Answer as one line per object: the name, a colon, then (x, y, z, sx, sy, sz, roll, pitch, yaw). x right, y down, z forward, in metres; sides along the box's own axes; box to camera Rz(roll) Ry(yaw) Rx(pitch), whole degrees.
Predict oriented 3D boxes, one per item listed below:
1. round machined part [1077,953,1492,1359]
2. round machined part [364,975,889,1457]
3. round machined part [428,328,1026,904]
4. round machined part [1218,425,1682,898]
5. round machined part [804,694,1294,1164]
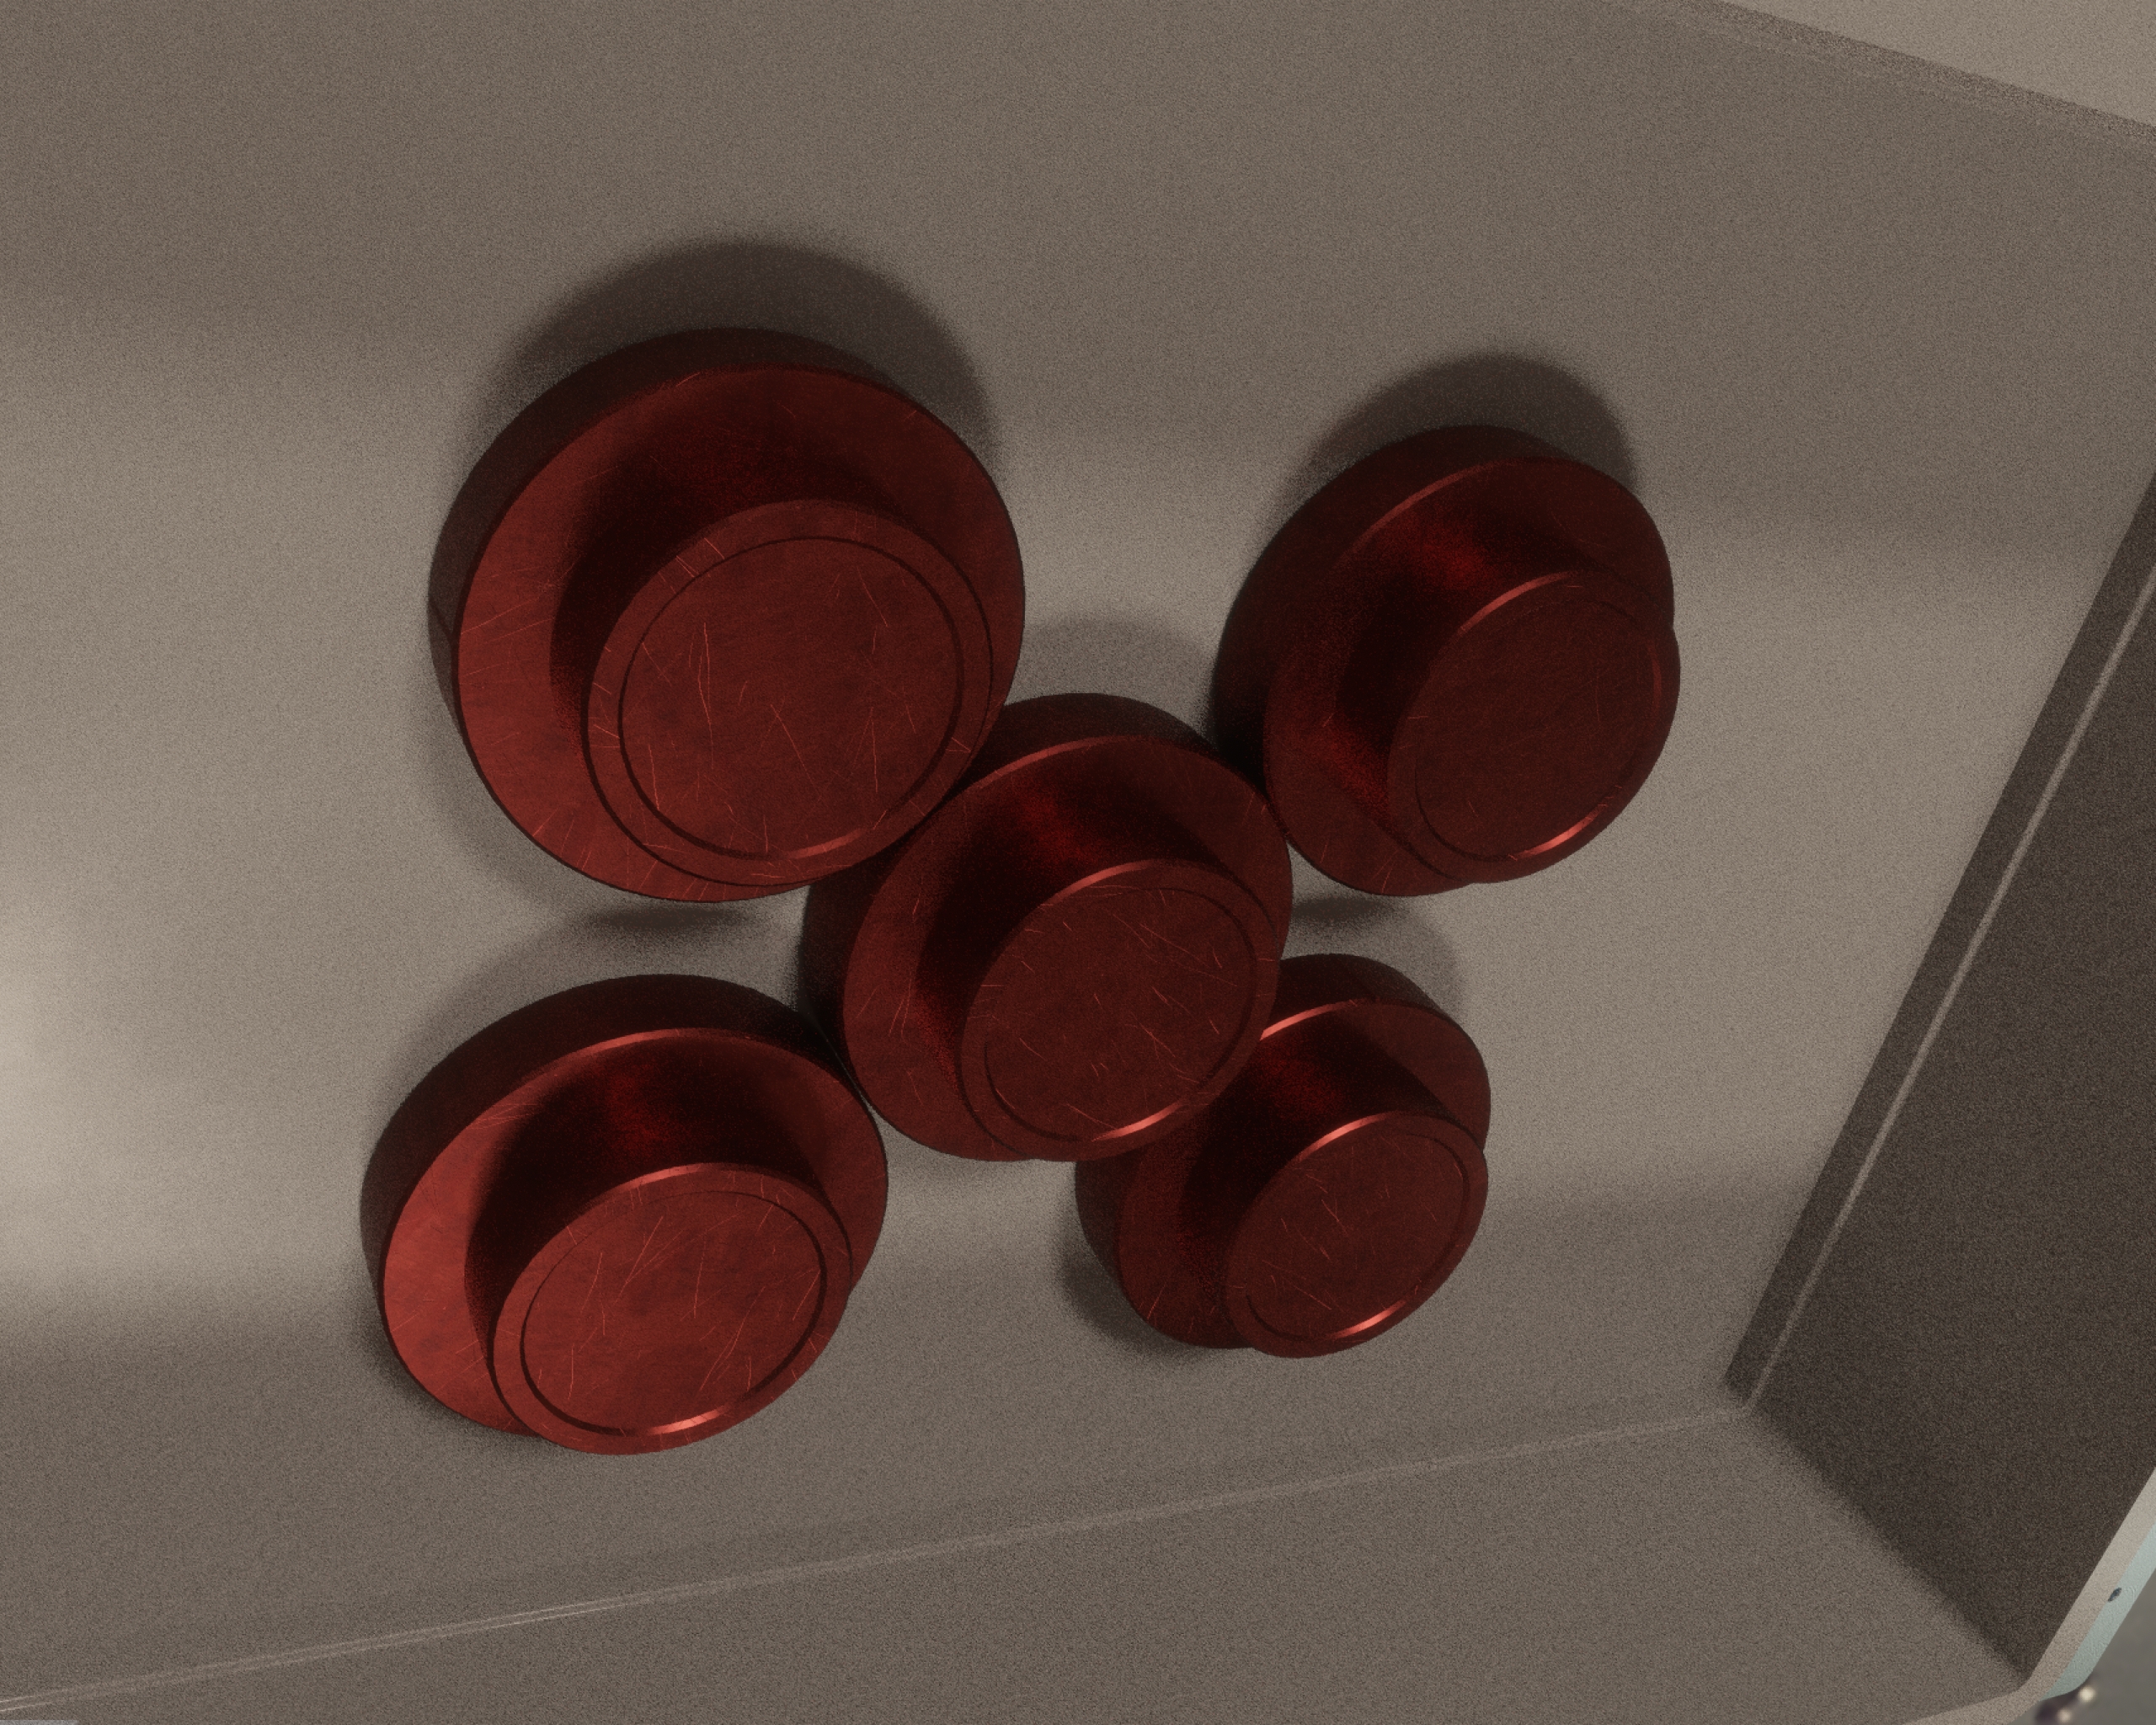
round machined part: (0.053, 0.073, 0.472, 0.099, 0.042, 0.097, -14, 125, -21)
round machined part: (-0.082, 0.073, 0.398, 0.099, 0.042, 0.097, -14, 125, -21)
round machined part: (-0.053, -0.035, 0.346, 0.099, 0.042, 0.097, -14, 125, -21)
round machined part: (0.081, -0.035, 0.421, 0.099, 0.042, 0.097, -14, 125, -21)
round machined part: (0.000, 0.020, 0.409, 0.099, 0.042, 0.097, -14, 125, -21)
